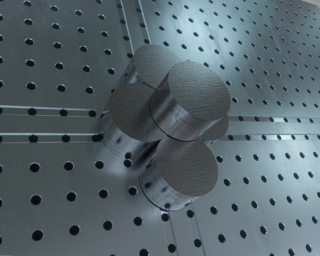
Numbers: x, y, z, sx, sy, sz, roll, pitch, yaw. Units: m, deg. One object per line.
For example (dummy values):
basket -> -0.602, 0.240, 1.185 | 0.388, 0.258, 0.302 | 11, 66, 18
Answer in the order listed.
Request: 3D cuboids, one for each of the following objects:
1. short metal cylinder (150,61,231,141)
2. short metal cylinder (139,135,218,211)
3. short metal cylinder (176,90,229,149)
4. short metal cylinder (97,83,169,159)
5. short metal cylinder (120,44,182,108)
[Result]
short metal cylinder -> 0.035, -0.031, 0.364 | 0.081, 0.050, 0.080 | 14, 56, -21
short metal cylinder -> 0.022, 0.052, 0.371 | 0.081, 0.050, 0.080 | 14, 54, -20
short metal cylinder -> 0.045, -0.008, 0.420 | 0.081, 0.050, 0.080 | 14, 56, -21
short metal cylinder -> -0.031, -0.008, 0.380 | 0.081, 0.050, 0.080 | 14, 56, -21
short metal cylinder -> -0.008, -0.068, 0.428 | 0.081, 0.050, 0.080 | 14, 56, -22
